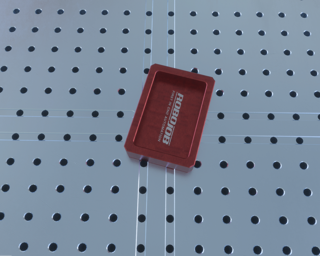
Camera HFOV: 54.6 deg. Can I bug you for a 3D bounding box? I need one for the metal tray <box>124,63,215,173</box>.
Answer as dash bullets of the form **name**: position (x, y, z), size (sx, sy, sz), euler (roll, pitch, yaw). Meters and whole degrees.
- **metal tray**: position (0.015, -0.016, 0.414), size (0.090, 0.030, 0.130), euler (15, 71, 5)
